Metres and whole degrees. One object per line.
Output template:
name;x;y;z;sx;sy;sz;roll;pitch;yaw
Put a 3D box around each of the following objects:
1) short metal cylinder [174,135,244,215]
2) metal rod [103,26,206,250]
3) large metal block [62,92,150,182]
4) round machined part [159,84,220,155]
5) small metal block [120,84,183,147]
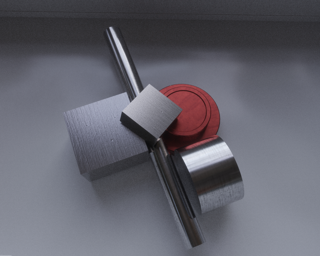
short metal cylinder;0.055;0.054;0.360;0.050;0.080;0.080;-20;72;-7
metal rod;-0.014;-0.002;0.386;0.025;0.025;0.299;-20;71;-7
large metal block;-0.065;0.012;0.387;0.081;0.050;0.080;-19;71;-7
round machined part;0.030;-0.015;0.404;0.099;0.042;0.098;0;70;-1
small metal block;-0.010;-0.015;0.362;0.050;0.025;0.050;38;63;5
